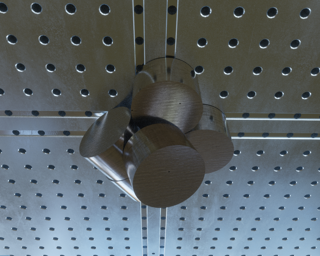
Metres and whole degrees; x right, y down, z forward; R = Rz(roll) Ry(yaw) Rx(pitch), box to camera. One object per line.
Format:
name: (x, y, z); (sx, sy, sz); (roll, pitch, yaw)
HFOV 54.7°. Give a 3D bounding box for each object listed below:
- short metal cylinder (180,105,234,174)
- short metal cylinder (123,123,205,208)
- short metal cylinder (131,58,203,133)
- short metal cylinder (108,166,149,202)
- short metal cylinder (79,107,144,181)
short metal cylinder: (0.053, 0.016, 0.408); (0.081, 0.050, 0.079); (0, 130, 0)
short metal cylinder: (0.003, 0.041, 0.346); (0.081, 0.050, 0.079); (-9, 119, -16)
short metal cylinder: (0.008, -0.035, 0.364); (0.081, 0.050, 0.079); (0, 130, 0)
short metal cylinder: (-0.027, 0.052, 0.419); (0.080, 0.080, 0.050); (-27, 125, 20)
short metal cylinder: (-0.054, 0.019, 0.391); (0.080, 0.080, 0.050); (-27, 125, 21)
